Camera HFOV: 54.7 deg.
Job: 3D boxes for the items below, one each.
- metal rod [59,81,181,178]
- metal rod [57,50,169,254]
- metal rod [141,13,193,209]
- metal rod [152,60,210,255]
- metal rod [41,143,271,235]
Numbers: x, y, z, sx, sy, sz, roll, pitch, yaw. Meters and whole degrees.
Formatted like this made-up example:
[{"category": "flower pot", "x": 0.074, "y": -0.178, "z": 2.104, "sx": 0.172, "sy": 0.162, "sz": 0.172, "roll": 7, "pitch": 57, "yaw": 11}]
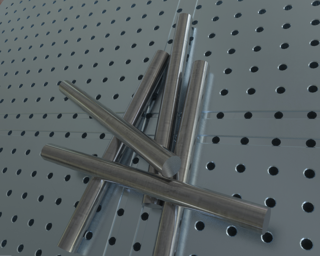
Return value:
[{"category": "metal rod", "x": -0.075, "y": -0.015, "z": 0.426, "sx": 0.025, "sy": 0.025, "sz": 0.300, "roll": -50, "pitch": 43, "yaw": -7}, {"category": "metal rod", "x": -0.054, "y": 0.018, "z": 0.423, "sx": 0.025, "sy": 0.025, "sz": 0.300, "roll": 12, "pitch": 67, "yaw": 33}, {"category": "metal rod", "x": 0.015, "y": -0.042, "z": 0.424, "sx": 0.025, "sy": 0.025, "sz": 0.299, "roll": -4, "pitch": 60, "yaw": 26}, {"category": "metal rod", "x": 0.025, "y": 0.045, "z": 0.366, "sx": 0.025, "sy": 0.025, "sz": 0.300, "roll": -1, "pitch": 61, "yaw": 27}, {"category": "metal rod", "x": -0.030, "y": 0.058, "z": 0.353, "sx": 0.300, "sy": 0.025, "sz": 0.025, "roll": 11, "pitch": 67, "yaw": 32}]
